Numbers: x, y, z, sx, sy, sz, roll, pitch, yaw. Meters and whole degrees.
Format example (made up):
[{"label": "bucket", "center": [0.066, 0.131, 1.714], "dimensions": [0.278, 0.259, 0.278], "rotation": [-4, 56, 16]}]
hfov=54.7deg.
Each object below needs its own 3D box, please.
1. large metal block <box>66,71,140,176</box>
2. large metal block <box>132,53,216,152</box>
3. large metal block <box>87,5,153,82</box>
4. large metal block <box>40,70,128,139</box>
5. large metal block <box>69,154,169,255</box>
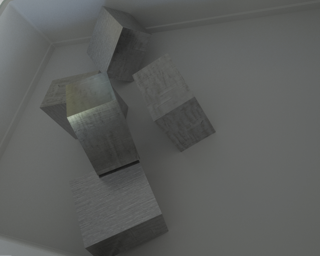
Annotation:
[{"label": "large metal block", "center": [-0.066, -0.008, 0.354], "dimensions": [0.050, 0.080, 0.080], "rotation": [-21, 34, -5]}, {"label": "large metal block", "center": [0.018, -0.029, 0.378], "dimensions": [0.050, 0.080, 0.080], "rotation": [-31, 52, 8]}, {"label": "large metal block", "center": [-0.065, -0.129, 0.478], "dimensions": [0.080, 0.050, 0.079], "rotation": [52, 127, 39]}, {"label": "large metal block", "center": [-0.104, -0.029, 0.438], "dimensions": [0.080, 0.080, 0.050], "rotation": [-7, 53, 24]}, {"label": "large metal block", "center": [-0.046, 0.087, 0.345], "dimensions": [0.080, 0.050, 0.080], "rotation": [-22, 52, -7]}]
